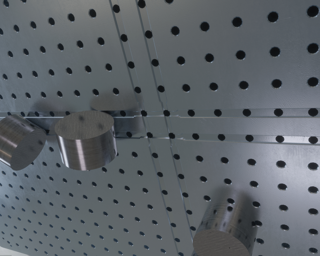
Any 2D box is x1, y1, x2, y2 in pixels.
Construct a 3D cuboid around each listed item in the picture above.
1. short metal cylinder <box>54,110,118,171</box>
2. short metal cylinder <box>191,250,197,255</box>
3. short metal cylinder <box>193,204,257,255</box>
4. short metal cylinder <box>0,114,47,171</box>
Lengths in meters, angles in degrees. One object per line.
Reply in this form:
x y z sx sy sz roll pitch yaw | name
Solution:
-0.103 0.016 0.440 0.080 0.080 0.050 12 124 21 | short metal cylinder
0.085 0.222 0.488 0.080 0.050 0.079 13 124 21 | short metal cylinder
0.093 0.157 0.443 0.080 0.050 0.079 13 124 21 | short metal cylinder
-0.237 0.024 0.516 0.050 0.080 0.079 30 128 9 | short metal cylinder
